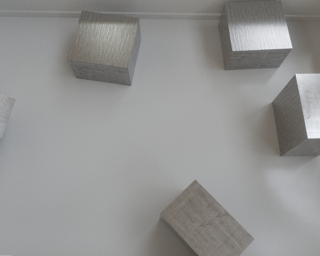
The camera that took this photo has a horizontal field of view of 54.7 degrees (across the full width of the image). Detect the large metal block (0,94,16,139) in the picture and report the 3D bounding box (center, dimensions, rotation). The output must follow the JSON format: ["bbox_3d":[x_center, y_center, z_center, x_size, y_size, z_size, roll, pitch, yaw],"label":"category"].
[{"bbox_3d":[-0.231,-0.017,0.367,0.080,0.080,0.050,23,67,-33],"label":"large metal block"}]

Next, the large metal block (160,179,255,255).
[{"bbox_3d":[0.046,0.110,0.341,0.050,0.080,0.080,-42,76,-14],"label":"large metal block"}]

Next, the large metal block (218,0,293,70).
[{"bbox_3d":[0.133,-0.133,0.447,0.081,0.050,0.080,-3,70,-2],"label":"large metal block"}]

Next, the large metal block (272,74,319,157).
[{"bbox_3d":[0.185,-0.013,0.388,0.050,0.080,0.080,-1,70,-1],"label":"large metal block"}]

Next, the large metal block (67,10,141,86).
[{"bbox_3d":[-0.075,-0.111,0.436,0.080,0.050,0.080,9,70,3],"label":"large metal block"}]
